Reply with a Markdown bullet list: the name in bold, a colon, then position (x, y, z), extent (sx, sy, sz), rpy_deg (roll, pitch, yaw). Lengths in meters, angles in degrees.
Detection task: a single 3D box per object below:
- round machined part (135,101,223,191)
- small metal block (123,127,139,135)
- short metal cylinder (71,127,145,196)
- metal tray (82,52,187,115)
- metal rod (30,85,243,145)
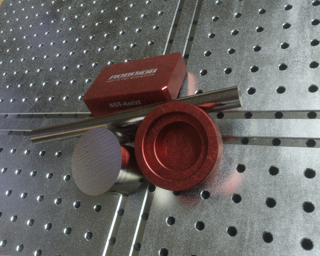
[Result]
- **round machined part**: position (0.024, 0.021, 0.356), extent (0.098, 0.042, 0.097), rpy_deg (-3, 82, 24)
- **small metal block**: position (-0.037, 0.012, 0.430), extent (0.050, 0.025, 0.050), rpy_deg (20, 72, 35)
- **short metal cylinder**: position (-0.062, 0.042, 0.382), extent (0.080, 0.050, 0.080), rpy_deg (-7, 76, 32)
- **metal tray**: position (-0.035, -0.063, 0.442), extent (0.130, 0.030, 0.090), rpy_deg (-4, 41, 25)
- **metal rod**: position (-0.047, -0.011, 0.405), extent (0.301, 0.025, 0.025), rpy_deg (-10, 58, 22)
